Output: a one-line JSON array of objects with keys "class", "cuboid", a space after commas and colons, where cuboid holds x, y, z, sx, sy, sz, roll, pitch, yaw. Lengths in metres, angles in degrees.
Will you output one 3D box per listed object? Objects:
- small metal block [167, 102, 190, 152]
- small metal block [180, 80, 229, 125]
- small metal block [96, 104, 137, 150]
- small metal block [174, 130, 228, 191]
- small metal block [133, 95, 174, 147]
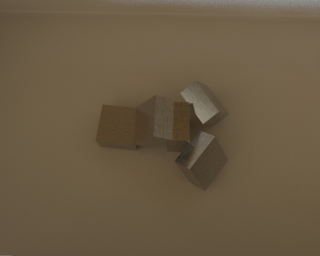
[{"class": "small metal block", "cuboid": [0.023, 0.000, 0.395, 0.025, 0.050, 0.050, 1, 70, 0]}, {"class": "small metal block", "cuboid": [0.059, -0.032, 0.404, 0.025, 0.050, 0.050, -40, 73, 20]}, {"class": "small metal block", "cuboid": [-0.053, -0.001, 0.406, 0.050, 0.025, 0.050, 6, 70, 2]}, {"class": "small metal block", "cuboid": [0.052, 0.040, 0.378, 0.025, 0.050, 0.050, 23, 67, 45]}, {"class": "small metal block", "cuboid": [-0.008, -0.007, 0.378, 0.025, 0.050, 0.050, 13, 70, -29]}]
